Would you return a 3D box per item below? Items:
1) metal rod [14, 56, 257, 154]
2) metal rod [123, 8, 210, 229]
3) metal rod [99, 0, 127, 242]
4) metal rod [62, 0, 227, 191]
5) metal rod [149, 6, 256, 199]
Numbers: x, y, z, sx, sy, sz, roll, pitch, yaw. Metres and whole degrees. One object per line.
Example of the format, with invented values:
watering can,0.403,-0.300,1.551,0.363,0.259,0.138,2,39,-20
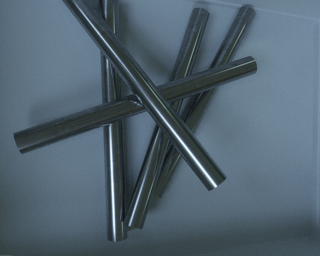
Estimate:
metal rod,-0.016,-0.033,0.374,0.302,0.025,0.025,-20,97,-14
metal rod,0.012,-0.021,0.405,0.025,0.025,0.299,22,79,-19
metal rod,-0.059,-0.010,0.389,0.025,0.025,0.298,-2,91,-20
metal rod,-0.028,-0.058,0.351,0.025,0.025,0.299,-36,83,-17
metal rod,0.060,-0.042,0.434,0.025,0.025,0.299,32,80,-18
